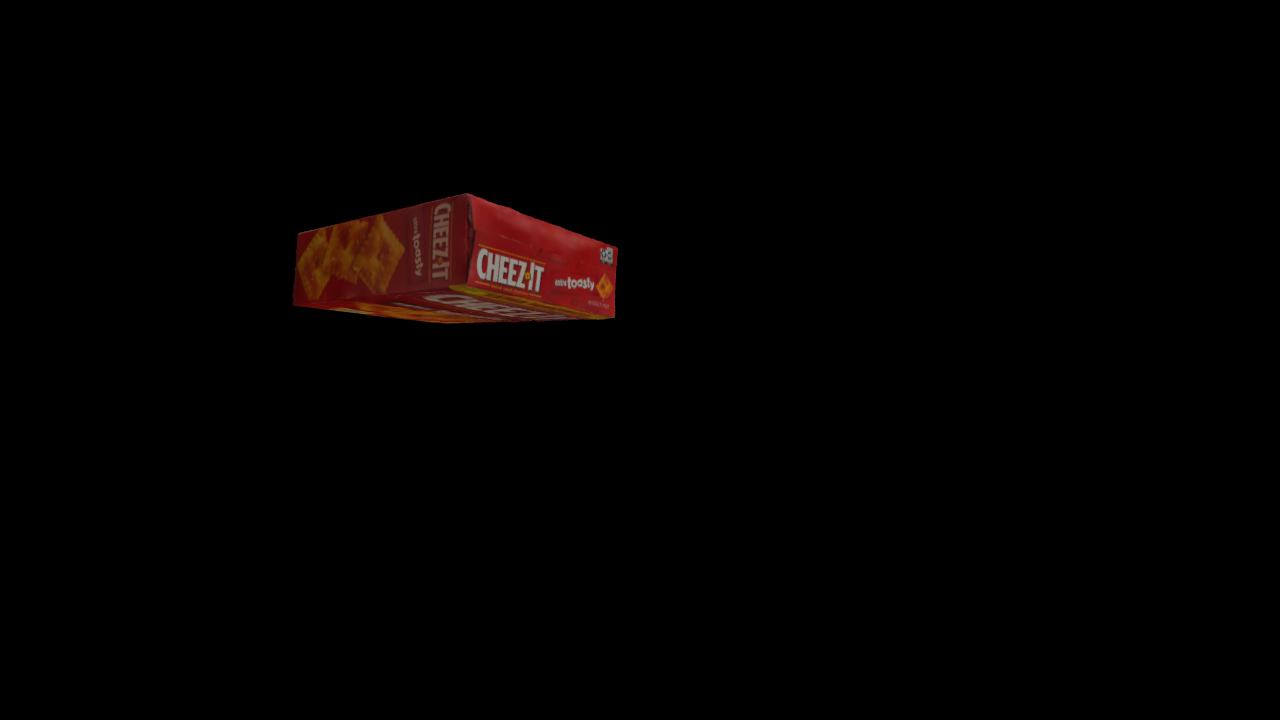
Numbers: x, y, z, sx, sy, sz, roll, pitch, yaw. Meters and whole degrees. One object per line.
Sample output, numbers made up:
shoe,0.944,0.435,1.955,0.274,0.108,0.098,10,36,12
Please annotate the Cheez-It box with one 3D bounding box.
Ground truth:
Cheez-It box,-0.153,-0.072,0.518,0.223,0.071,0.166,0,-3,34
